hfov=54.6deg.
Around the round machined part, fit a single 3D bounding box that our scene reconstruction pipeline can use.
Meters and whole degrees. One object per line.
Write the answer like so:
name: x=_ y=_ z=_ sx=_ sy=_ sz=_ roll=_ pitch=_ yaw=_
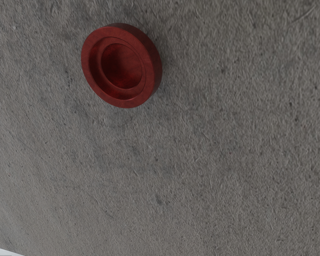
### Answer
round machined part: x=-0.041 y=-0.076 z=0.371 sx=0.098 sy=0.042 sz=0.097 roll=13 pitch=124 yaw=21
